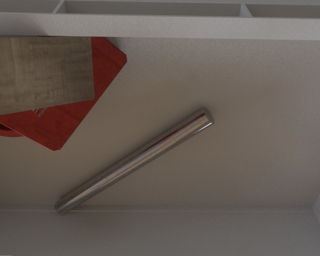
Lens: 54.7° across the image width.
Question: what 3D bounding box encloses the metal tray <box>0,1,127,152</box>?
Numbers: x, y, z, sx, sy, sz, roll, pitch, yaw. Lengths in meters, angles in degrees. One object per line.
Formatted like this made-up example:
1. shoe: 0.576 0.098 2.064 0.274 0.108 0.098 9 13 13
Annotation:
1. metal tray: -0.109 -0.051 0.322 0.090 0.030 0.130 36 93 -28

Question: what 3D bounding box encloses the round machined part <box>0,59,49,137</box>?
1. round machined part: -0.179 -0.039 0.362 0.099 0.042 0.097 -1 130 0

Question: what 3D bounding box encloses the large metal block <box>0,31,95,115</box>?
1. large metal block: -0.109 -0.049 0.247 0.081 0.080 0.050 -15 115 -37

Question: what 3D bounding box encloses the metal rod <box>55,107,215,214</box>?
1. metal rod: -0.052 0.059 0.458 0.299 0.025 0.025 -33 123 24
